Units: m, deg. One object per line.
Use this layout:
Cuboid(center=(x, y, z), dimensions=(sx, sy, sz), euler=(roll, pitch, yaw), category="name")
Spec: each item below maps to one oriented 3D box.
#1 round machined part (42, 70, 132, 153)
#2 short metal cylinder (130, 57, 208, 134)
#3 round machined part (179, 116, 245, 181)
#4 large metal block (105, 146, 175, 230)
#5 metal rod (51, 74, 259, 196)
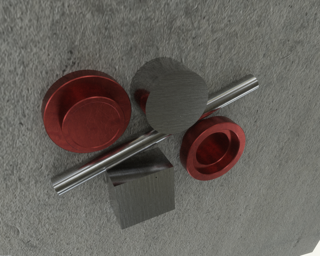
Cuboid(center=(-0.078, -0.012, 0.347), dimensions=(0.099, 0.042, 0.097), euler=(-14, 124, -21), category="round machined part")
Cuboid(center=(0.010, -0.039, 0.373), dimensions=(0.081, 0.050, 0.079), euler=(-14, 124, -21), category="short metal cylinder")
Cuboid(center=(0.072, 0.025, 0.452), dimensions=(0.099, 0.042, 0.097), euler=(-14, 124, -21), category="round machined part")
Cuboid(center=(-0.027, 0.082, 0.429), dimensions=(0.081, 0.050, 0.079), euler=(-16, 125, -19), category="large metal block")
Cuboid(center=(0.002, 0.004, 0.413), dimensions=(0.302, 0.025, 0.025), euler=(-28, 128, -11), category="metal rod")
